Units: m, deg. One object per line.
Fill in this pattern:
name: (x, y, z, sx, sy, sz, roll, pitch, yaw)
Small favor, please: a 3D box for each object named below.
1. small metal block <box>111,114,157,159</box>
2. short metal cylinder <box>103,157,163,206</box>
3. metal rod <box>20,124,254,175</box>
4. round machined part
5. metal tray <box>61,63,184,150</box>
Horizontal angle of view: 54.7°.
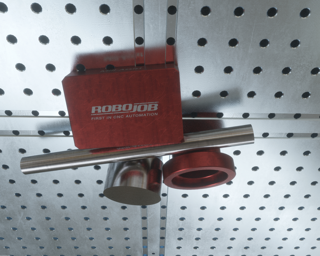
small metal block: (-0.036, 0.013, 0.433, 0.050, 0.025, 0.050, 14, 129, -12)
short metal cylinder: (-0.036, 0.074, 0.442, 0.080, 0.050, 0.080, 4, 149, 3)
metal rod: (-0.033, 0.029, 0.402, 0.302, 0.025, 0.025, -8, 130, 6)
round machined part: (0.052, 0.051, 0.429, 0.099, 0.042, 0.098, -4, 152, -2)
metal tray: (-0.040, -0.025, 0.368, 0.131, 0.030, 0.089, -4, 112, 2)
